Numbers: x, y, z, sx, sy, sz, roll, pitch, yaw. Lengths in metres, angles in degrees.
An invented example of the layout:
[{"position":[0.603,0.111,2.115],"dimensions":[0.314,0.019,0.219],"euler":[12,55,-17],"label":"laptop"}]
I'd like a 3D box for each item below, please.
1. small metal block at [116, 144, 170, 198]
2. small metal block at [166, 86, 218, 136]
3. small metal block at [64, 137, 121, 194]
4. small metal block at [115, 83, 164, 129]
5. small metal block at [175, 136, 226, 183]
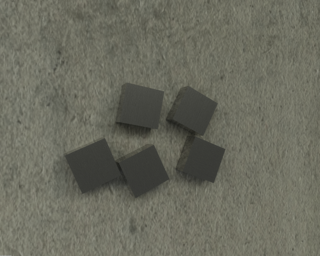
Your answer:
[{"position":[-0.023,0.054,0.401],"dimensions":[0.050,0.025,0.050],"euler":[-27,99,-18],"label":"small metal block"},{"position":[0.044,-0.023,0.426],"dimensions":[0.050,0.025,0.050],"euler":[28,81,-18],"label":"small metal block"},{"position":[-0.083,0.045,0.379],"dimensions":[0.050,0.025,0.050],"euler":[-25,99,-19],"label":"small metal block"},{"position":[-0.026,-0.027,0.400],"dimensions":[0.050,0.025,0.050],"euler":[11,86,-20],"label":"small metal block"},{"position":[0.056,0.043,0.431],"dimensions":[0.050,0.025,0.050],"euler":[23,82,-19],"label":"small metal block"}]
